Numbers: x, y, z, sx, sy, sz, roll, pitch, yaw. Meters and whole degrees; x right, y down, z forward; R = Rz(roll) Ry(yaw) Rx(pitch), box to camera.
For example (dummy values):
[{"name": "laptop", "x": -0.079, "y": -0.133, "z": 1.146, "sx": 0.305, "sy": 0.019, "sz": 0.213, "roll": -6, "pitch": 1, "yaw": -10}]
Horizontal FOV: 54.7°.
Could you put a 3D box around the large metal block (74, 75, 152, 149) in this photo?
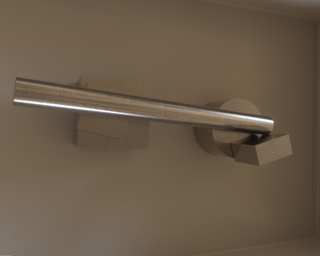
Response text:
[{"name": "large metal block", "x": -0.058, "y": -0.017, "z": 0.373, "sx": 0.081, "sy": 0.050, "sz": 0.079, "roll": 3, "pitch": 89, "yaw": -20}]

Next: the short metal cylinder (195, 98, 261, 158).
[{"name": "short metal cylinder", "x": 0.096, "y": 0.001, "z": 0.432, "sx": 0.081, "sy": 0.050, "sz": 0.079, "roll": 0, "pitch": 90, "yaw": -21}]

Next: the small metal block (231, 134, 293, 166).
[{"name": "small metal block", "x": 0.127, "y": 0.026, "z": 0.390, "sx": 0.050, "sy": 0.050, "sz": 0.025, "roll": -15, "pitch": 96, "yaw": -20}]

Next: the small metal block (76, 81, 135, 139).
[{"name": "small metal block", "x": -0.060, "y": -0.018, "z": 0.334, "sx": 0.050, "sy": 0.025, "sz": 0.050, "roll": 14, "pitch": 85, "yaw": -20}]

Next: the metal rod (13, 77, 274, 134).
[{"name": "metal rod", "x": 0.007, "y": -0.018, "z": 0.338, "sx": 0.302, "sy": 0.025, "sz": 0.025, "roll": 6, "pitch": 88, "yaw": -28}]
